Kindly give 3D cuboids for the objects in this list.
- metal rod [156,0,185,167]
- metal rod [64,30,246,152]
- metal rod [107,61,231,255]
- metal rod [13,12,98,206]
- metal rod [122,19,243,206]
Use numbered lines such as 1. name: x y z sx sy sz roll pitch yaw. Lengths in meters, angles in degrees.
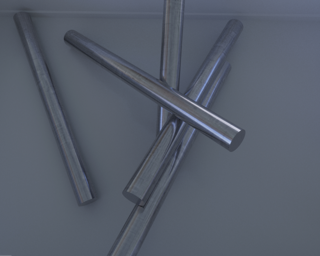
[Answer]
1. metal rod: 0.013 -0.089 0.375 0.025 0.025 0.298 4 96 1
2. metal rod: -0.029 -0.061 0.377 0.025 0.025 0.300 -45 56 -14
3. metal rod: 0.024 0.022 0.365 0.025 0.025 0.301 26 58 9
4. metal rod: -0.148 -0.038 0.422 0.025 0.025 0.299 -23 72 -8
5. metal rod: 0.042 -0.040 0.380 0.025 0.025 0.301 27 59 9
